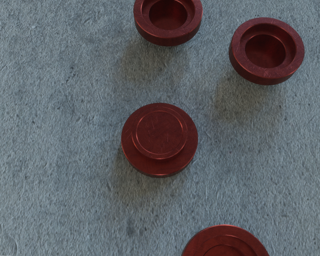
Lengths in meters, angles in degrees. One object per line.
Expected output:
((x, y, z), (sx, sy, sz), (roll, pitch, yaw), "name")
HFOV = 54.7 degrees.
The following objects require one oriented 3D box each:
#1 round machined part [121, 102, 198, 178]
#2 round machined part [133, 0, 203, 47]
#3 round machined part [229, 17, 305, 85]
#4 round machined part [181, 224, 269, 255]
((0.000, 0.011, 0.395), (0.099, 0.042, 0.098), (0, 70, 0), "round machined part")
((0.012, -0.161, 0.458), (0.099, 0.042, 0.098), (0, 70, 0), "round machined part")
((0.146, -0.103, 0.438), (0.099, 0.042, 0.098), (0, 70, 0), "round machined part")
((0.070, 0.158, 0.342), (0.099, 0.042, 0.098), (0, 70, 0), "round machined part")
